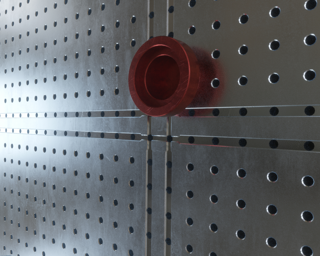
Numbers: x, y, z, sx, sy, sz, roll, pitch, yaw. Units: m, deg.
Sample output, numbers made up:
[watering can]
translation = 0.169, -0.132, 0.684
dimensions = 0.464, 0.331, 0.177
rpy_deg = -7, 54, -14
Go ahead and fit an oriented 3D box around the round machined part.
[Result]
[round machined part]
translation = 0.009, -0.063, 0.392
dimensions = 0.098, 0.042, 0.097
rpy_deg = 0, 90, 40
